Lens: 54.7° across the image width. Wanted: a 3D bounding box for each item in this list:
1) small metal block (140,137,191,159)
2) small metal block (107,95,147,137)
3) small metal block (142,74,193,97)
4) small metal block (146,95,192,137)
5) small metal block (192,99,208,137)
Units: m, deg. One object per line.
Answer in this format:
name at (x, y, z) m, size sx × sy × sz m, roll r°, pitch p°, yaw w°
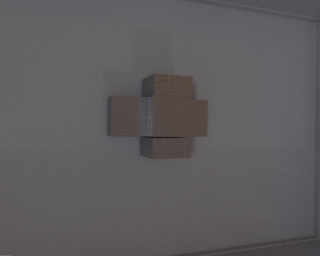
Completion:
small metal block at (0.006, 0.024, 0.396) m, size 0.050 × 0.050 × 0.025 m, roll 1°, pitch 90°, yaw -20°
small metal block at (-0.039, -0.014, 0.394) m, size 0.050 × 0.025 × 0.050 m, roll 1°, pitch 90°, yaw -20°
small metal block at (0.008, -0.052, 0.398) m, size 0.050 × 0.050 × 0.025 m, roll 1°, pitch 90°, yaw -20°
small metal block at (0.011, -0.014, 0.385) m, size 0.050 × 0.025 × 0.050 m, roll 1°, pitch 90°, yaw -20°
small metal block at (0.036, -0.013, 0.422) m, size 0.050 × 0.025 × 0.050 m, roll 1°, pitch 90°, yaw -20°
